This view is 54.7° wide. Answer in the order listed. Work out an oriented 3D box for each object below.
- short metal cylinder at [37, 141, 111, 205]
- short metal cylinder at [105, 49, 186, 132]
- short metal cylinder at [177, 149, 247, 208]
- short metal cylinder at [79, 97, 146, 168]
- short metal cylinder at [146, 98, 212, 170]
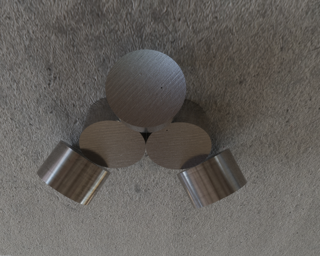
[{"bbox_3d":[-0.113,0.059,0.413,0.080,0.080,0.050,39,80,-28],"label":"short metal cylinder"},{"bbox_3d":[-0.015,-0.037,0.333,0.081,0.080,0.050,1,173,-1],"label":"short metal cylinder"},{"bbox_3d":[0.070,0.068,0.423,0.080,0.080,0.050,-30,83,23],"label":"short metal cylinder"},{"bbox_3d":[-0.058,0.006,0.396,0.081,0.050,0.079,0,130,0],"label":"short metal cylinder"},{"bbox_3d":[0.023,0.008,0.399,0.081,0.050,0.079,0,130,0],"label":"short metal cylinder"}]
